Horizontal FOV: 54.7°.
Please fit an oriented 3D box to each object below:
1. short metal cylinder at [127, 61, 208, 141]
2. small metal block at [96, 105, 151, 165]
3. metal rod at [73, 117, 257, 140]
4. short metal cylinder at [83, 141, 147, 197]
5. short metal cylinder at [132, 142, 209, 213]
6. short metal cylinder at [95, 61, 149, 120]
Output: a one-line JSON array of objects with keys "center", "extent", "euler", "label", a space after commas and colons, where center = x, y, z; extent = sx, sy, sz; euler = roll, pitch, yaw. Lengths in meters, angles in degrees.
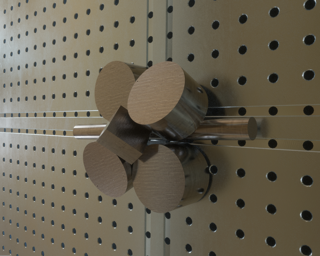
[{"center": [0.009, -0.031, 0.364], "extent": [0.080, 0.050, 0.080], "euler": [-20, 55, 31], "label": "short metal cylinder"}, {"center": [-0.041, 0.008, 0.376], "extent": [0.050, 0.050, 0.025], "euler": [36, 128, -12], "label": "small metal block"}, {"center": [-0.019, 0.004, 0.419], "extent": [0.300, 0.025, 0.025], "euler": [-1, 89, 40], "label": "metal rod"}, {"center": [-0.058, 0.046, 0.420], "extent": [0.080, 0.050, 0.079], "euler": [17, 120, 32], "label": "short metal cylinder"}, {"center": [0.012, 0.058, 0.378], "extent": [0.080, 0.050, 0.079], "euler": [0, 90, 40], "label": "short metal cylinder"}, {"center": [-0.044, -0.048, 0.424], "extent": [0.080, 0.050, 0.079], "euler": [0, 90, 40], "label": "short metal cylinder"}]
